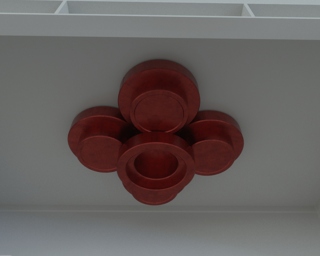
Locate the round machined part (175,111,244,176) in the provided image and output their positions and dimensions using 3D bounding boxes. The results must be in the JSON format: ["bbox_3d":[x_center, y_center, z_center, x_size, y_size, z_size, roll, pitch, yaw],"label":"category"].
[{"bbox_3d":[0.064,0.027,0.419,0.099,0.042,0.097,0,130,0],"label":"round machined part"}]

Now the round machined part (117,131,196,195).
[{"bbox_3d":[-0.005,0.040,0.402,0.099,0.042,0.097,0,130,0],"label":"round machined part"}]

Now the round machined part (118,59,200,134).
[{"bbox_3d":[-0.001,-0.028,0.370,0.099,0.042,0.097,0,130,0],"label":"round machined part"}]

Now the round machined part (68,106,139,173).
[{"bbox_3d":[-0.073,0.022,0.413,0.099,0.042,0.097,0,130,0],"label":"round machined part"}]

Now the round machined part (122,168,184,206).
[{"bbox_3d":[-0.008,0.078,0.461,0.099,0.042,0.097,-1,129,-1],"label":"round machined part"}]
